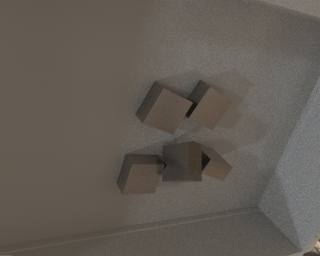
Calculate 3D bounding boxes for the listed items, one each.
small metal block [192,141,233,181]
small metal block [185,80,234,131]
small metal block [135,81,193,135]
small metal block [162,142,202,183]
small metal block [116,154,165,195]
[{"bbox_3d":[0.071,0.049,0.461,0.050,0.050,0.025,22,106,-36],"label":"small metal block"},{"bbox_3d":[0.064,-0.030,0.424,0.050,0.025,0.050,24,105,-37],"label":"small metal block"},{"bbox_3d":[0.005,-0.025,0.396,0.050,0.025,0.050,21,107,-36],"label":"small metal block"},{"bbox_3d":[0.030,0.048,0.424,0.025,0.050,0.050,14,71,-39],"label":"small metal block"},{"bbox_3d":[-0.027,0.065,0.433,0.050,0.025,0.050,5,116,-31],"label":"small metal block"}]
